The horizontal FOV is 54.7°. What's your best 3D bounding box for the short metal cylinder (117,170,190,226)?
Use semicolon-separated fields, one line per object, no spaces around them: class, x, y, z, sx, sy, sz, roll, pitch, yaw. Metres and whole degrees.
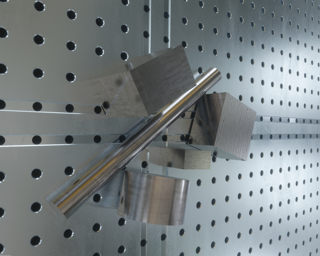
short metal cylinder;-0.007;0.081;0.368;0.081;0.080;0.050;15;81;-39

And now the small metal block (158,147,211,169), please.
small metal block;0.034;0.042;0.424;0.050;0.050;0.025;7;86;-40

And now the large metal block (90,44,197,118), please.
large metal block;-0.019;-0.053;0.360;0.081;0.080;0.050;-35;112;-35

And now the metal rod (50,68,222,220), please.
metal rod;-0.010;0.002;0.402;0.302;0.025;0.025;-42;116;-32

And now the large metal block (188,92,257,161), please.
large metal block;0.097;0.000;0.473;0.080;0.050;0.080;25;75;-38
